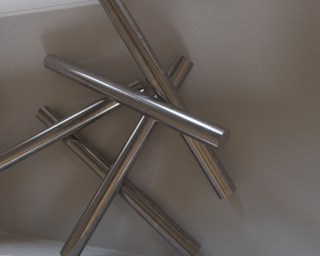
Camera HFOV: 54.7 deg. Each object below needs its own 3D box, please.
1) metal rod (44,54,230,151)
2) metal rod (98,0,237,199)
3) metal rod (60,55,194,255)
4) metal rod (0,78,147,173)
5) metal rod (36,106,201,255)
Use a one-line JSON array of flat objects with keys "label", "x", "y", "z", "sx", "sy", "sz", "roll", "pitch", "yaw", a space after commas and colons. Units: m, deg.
[{"label": "metal rod", "x": -0.050, "y": -0.044, "z": 0.392, "sx": 0.300, "sy": 0.025, "sz": 0.025, "roll": 26, "pitch": 99, "yaw": 31}, {"label": "metal rod", "x": 0.005, "y": -0.047, "z": 0.375, "sx": 0.025, "sy": 0.025, "sz": 0.299, "roll": -31, "pitch": 93, "yaw": 17}, {"label": "metal rod", "x": -0.044, "y": 0.040, "z": 0.404, "sx": 0.025, "sy": 0.025, "sz": 0.299, "roll": 31, "pitch": 92, "yaw": 17}, {"label": "metal rod", "x": -0.156, "y": 0.012, "z": 0.435, "sx": 0.301, "sy": 0.025, "sz": 0.025, "roll": -27, "pitch": 81, "yaw": 6}, {"label": "metal rod", "x": -0.067, "y": 0.068, "z": 0.434, "sx": 0.300, "sy": 0.025, "sz": 0.025, "roll": 40, "pitch": 103, "yaw": 15}]
